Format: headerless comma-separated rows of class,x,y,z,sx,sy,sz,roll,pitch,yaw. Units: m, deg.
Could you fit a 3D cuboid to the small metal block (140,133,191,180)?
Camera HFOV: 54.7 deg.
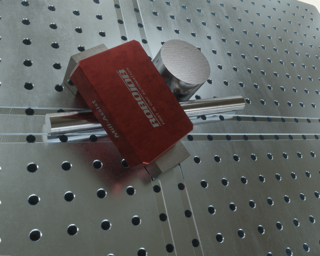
small metal block,0.002,0.029,0.391,0.050,0.025,0.050,-26,76,-37

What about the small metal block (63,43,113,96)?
small metal block,-0.089,-0.073,0.389,0.025,0.050,0.050,49,51,6

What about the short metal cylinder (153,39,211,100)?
short metal cylinder,0.027,-0.083,0.458,0.081,0.050,0.080,14,56,-21

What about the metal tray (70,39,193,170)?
metal tray,-0.029,-0.030,0.359,0.091,0.030,0.130,-35,93,-38

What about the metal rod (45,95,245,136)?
metal rod,0.002,-0.022,0.425,0.303,0.025,0.025,-8,66,-32
